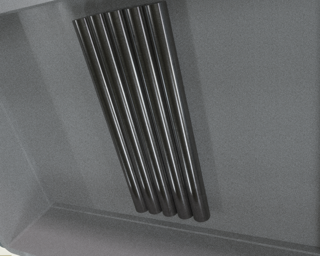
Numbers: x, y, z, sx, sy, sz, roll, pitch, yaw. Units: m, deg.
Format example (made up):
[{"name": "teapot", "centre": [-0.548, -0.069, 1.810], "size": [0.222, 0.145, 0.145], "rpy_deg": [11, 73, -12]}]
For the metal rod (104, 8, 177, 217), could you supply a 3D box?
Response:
[{"name": "metal rod", "centre": [-0.017, -0.003, 0.415], "size": [0.025, 0.025, 0.298], "rpy_deg": [0, 119, 28]}]

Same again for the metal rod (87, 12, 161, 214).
[{"name": "metal rod", "centre": [-0.040, -0.003, 0.426], "size": [0.025, 0.025, 0.298], "rpy_deg": [0, 119, 28]}]

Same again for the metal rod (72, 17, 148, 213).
[{"name": "metal rod", "centre": [-0.061, -0.002, 0.438], "size": [0.025, 0.025, 0.298], "rpy_deg": [0, 119, 28]}]

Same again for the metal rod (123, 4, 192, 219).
[{"name": "metal rod", "centre": [0.006, -0.002, 0.403], "size": [0.025, 0.025, 0.298], "rpy_deg": [0, 119, 28]}]

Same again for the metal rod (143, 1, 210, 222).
[{"name": "metal rod", "centre": [0.028, -0.002, 0.391], "size": [0.025, 0.025, 0.298], "rpy_deg": [0, 119, 28]}]
